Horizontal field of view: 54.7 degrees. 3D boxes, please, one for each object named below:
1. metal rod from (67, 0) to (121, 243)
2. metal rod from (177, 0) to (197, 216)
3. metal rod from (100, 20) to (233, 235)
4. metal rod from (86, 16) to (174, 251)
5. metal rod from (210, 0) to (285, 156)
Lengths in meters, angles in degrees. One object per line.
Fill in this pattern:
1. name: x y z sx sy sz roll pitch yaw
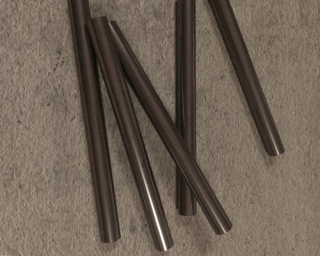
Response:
1. metal rod: -0.080 -0.009 0.379 0.025 0.025 0.298 -8 93 -20
2. metal rod: 0.037 -0.032 0.423 0.025 0.025 0.298 0 90 -20
3. metal rod: 0.009 0.002 0.394 0.025 0.025 0.299 -31 94 -18
4. metal rod: -0.034 0.015 0.386 0.025 0.025 0.298 -19 101 -19
5. metal rod: 0.121 -0.097 0.455 0.025 0.025 0.299 -26 99 -18
